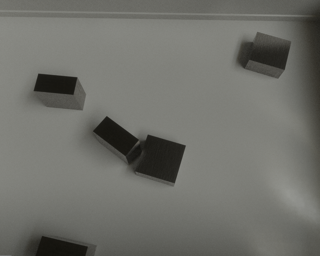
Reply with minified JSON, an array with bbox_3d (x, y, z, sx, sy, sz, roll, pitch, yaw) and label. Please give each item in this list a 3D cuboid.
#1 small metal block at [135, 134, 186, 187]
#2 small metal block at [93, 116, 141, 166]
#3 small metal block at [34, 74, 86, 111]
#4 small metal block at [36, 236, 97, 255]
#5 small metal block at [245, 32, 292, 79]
[{"bbox_3d":[0.001,0.042,0.394,0.050,0.025,0.050,16,71,5],"label":"small metal block"},{"bbox_3d":[-0.052,0.017,0.389,0.050,0.050,0.025,36,74,12],"label":"small metal block"},{"bbox_3d":[-0.131,-0.047,0.412,0.050,0.050,0.025,6,70,2],"label":"small metal block"},{"bbox_3d":[-0.103,0.139,0.344,0.050,0.050,0.025,12,71,4],"label":"small metal block"},{"bbox_3d":[0.157,-0.106,0.450,0.050,0.025,0.050,18,71,6],"label":"small metal block"}]
